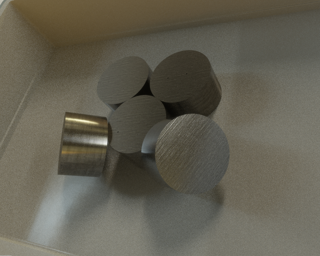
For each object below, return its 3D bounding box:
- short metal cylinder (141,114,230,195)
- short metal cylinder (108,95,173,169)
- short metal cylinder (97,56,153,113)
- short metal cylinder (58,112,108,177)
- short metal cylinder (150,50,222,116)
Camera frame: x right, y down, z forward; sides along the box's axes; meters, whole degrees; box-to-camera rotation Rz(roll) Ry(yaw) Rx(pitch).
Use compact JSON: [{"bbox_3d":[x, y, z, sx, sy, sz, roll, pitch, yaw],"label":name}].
[{"bbox_3d":[0.026,0.027,0.329,0.080,0.080,0.050,-58,14,-13],"label":"short metal cylinder"},{"bbox_3d":[-0.019,0.006,0.391,0.080,0.050,0.080,-13,56,20],"label":"short metal cylinder"},{"bbox_3d":[-0.041,-0.055,0.440,0.080,0.050,0.080,-13,56,20],"label":"short metal cylinder"},{"bbox_3d":[-0.101,0.022,0.399,0.050,0.080,0.080,7,54,-19],"label":"short metal cylinder"},{"bbox_3d":[0.034,-0.053,0.402,0.080,0.050,0.080,-13,56,20],"label":"short metal cylinder"}]
